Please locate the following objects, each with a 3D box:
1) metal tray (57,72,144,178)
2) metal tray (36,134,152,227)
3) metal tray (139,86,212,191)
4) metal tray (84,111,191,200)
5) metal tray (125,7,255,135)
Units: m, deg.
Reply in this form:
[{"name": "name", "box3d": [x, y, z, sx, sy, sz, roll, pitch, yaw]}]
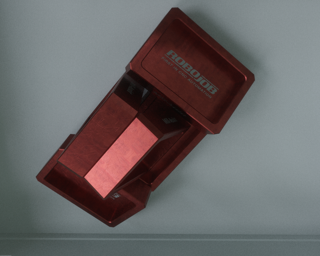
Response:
[{"name": "metal tray", "box3d": [-0.060, -0.012, 0.347, 0.030, 0.130, 0.090, 39, 106, -13]}, {"name": "metal tray", "box3d": [-0.089, 0.075, 0.415, 0.130, 0.030, 0.090, 38, 130, -14]}, {"name": "metal tray", "box3d": [-0.006, 0.012, 0.411, 0.090, 0.030, 0.130, 37, 105, -13]}, {"name": "metal tray", "box3d": [-0.018, 0.024, 0.349, 0.030, 0.130, 0.090, 45, 105, 9]}, {"name": "metal tray", "box3d": [0.037, -0.064, 0.365, 0.130, 0.030, 0.090, 37, 80, -13]}]
